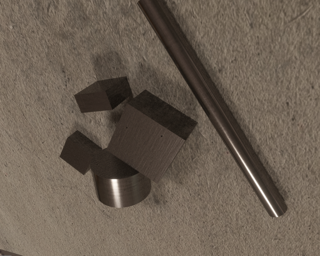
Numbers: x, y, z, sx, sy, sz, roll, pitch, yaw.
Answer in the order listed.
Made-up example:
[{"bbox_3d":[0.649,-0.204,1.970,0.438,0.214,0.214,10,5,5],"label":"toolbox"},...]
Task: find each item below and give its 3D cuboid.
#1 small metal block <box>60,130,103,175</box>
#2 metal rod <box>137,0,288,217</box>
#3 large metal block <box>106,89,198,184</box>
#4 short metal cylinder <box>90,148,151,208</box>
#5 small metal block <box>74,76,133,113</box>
[{"bbox_3d":[-0.127,0.040,0.496,0.050,0.025,0.050,37,129,3],"label":"small metal block"},{"bbox_3d":[0.068,-0.017,0.359,0.025,0.025,0.299,-24,106,36],"label":"metal rod"},{"bbox_3d":[-0.011,0.011,0.398,0.080,0.050,0.079,33,124,6],"label":"large metal block"},{"bbox_3d":[-0.054,0.066,0.439,0.080,0.080,0.050,10,123,22],"label":"short metal cylinder"},{"bbox_3d":[-0.072,-0.043,0.400,0.050,0.050,0.025,-3,117,29],"label":"small metal block"}]
